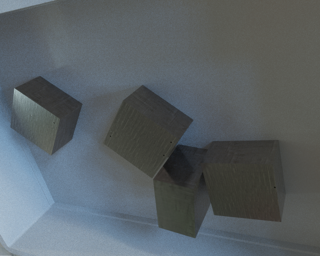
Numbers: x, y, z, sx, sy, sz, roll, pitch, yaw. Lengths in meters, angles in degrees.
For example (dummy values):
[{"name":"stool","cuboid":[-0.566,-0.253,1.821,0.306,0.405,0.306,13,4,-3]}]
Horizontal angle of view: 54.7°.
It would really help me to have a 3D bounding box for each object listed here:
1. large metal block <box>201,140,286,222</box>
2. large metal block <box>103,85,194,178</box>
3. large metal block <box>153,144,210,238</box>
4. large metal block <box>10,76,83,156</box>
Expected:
[{"name":"large metal block","cuboid":[0.103,0.062,0.376,0.080,0.050,0.080,-3,117,29]},{"name":"large metal block","cuboid":[-0.016,0.005,0.404,0.080,0.050,0.079,35,129,5]},{"name":"large metal block","cuboid":[0.035,0.079,0.404,0.050,0.080,0.079,9,122,23]},{"name":"large metal block","cuboid":[-0.175,-0.019,0.473,0.080,0.050,0.079,33,129,6]}]
